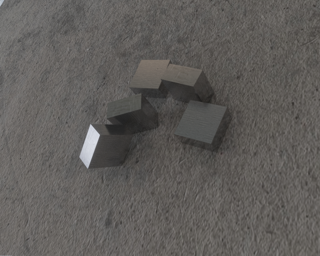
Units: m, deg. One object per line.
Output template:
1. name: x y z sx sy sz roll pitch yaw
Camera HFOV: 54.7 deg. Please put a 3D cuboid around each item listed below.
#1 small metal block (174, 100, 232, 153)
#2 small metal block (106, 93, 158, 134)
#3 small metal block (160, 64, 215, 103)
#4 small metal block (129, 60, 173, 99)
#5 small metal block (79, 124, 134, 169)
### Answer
1. small metal block: 0.053 -0.003 0.378 0.050 0.025 0.050 15 69 34
2. small metal block: -0.036 -0.017 0.417 0.050 0.050 0.025 -14 56 20
3. small metal block: 0.036 -0.054 0.402 0.050 0.050 0.025 19 72 35
4. small metal block: -0.010 -0.072 0.453 0.050 0.025 0.050 7 65 31
5. small metal block: -0.069 0.023 0.397 0.025 0.050 0.050 42 119 39
